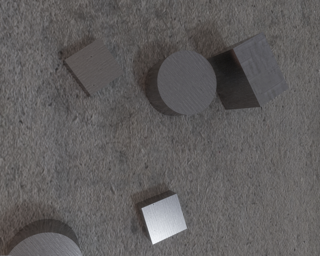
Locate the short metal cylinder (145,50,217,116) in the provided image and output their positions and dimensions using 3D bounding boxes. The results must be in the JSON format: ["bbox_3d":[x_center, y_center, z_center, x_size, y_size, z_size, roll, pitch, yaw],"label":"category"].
[{"bbox_3d":[0.026,-0.056,0.406,0.081,0.050,0.080,0,90,-20],"label":"short metal cylinder"}]

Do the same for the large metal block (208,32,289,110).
[{"bbox_3d":[0.113,-0.073,0.422,0.050,0.080,0.080,-32,101,-17],"label":"large metal block"}]

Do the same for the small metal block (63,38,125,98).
[{"bbox_3d":[-0.081,-0.073,0.379,0.050,0.025,0.050,-38,103,-16],"label":"small metal block"}]

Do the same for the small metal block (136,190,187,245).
[{"bbox_3d":[0.002,0.117,0.410,0.050,0.025,0.050,-18,96,-19],"label":"small metal block"}]

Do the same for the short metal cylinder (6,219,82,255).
[{"bbox_3d":[-0.130,0.149,0.348,0.081,0.050,0.080,0,90,-20],"label":"short metal cylinder"}]
